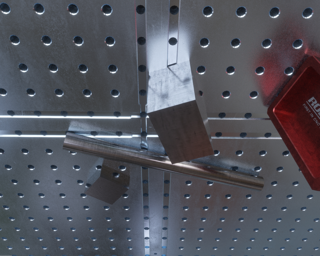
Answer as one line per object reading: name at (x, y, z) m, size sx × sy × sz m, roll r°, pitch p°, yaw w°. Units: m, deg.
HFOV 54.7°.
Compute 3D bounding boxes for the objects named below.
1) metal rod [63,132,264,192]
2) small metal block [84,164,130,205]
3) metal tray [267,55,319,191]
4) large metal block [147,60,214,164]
metal rod at (0.013, 0.053, 0.456) m, size 0.302 × 0.025 × 0.025 m, roll 14°, pitch 129°, yaw -12°
small metal block at (-0.083, 0.090, 0.487) m, size 0.050 × 0.025 × 0.050 m, roll 29°, pitch 124°, yaw -23°
metal tray at (0.177, -0.007, 0.336) m, size 0.030 × 0.130 × 0.089 m, roll 12°, pitch 130°, yaw -20°
large metal block at (0.024, -0.018, 0.360) m, size 0.050 × 0.080 × 0.080 m, roll -15°, pitch 129°, yaw 12°
